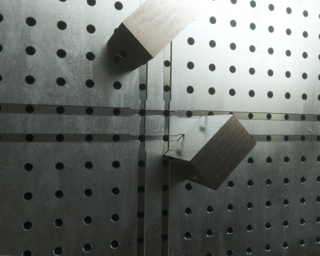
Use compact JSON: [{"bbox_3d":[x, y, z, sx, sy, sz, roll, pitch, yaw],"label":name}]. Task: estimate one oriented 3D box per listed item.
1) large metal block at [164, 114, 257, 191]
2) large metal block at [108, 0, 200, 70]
[{"bbox_3d":[0.064,0.028,0.408,0.080,0.080,0.050,-45,105,-15],"label":"large metal block"},{"bbox_3d":[-0.011,-0.123,0.380,0.080,0.080,0.050,-47,105,-14],"label":"large metal block"}]
